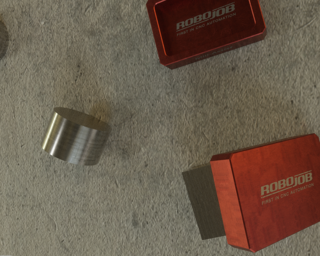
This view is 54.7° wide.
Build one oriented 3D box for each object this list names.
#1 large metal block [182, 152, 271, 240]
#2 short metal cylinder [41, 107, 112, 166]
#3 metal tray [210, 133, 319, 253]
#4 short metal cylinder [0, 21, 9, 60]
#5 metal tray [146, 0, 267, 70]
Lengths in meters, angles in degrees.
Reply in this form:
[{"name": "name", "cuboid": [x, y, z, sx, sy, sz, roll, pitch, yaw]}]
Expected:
[{"name": "large metal block", "cuboid": [0.081, 0.078, 0.367, 0.080, 0.050, 0.080, -19, 84, 19]}, {"name": "short metal cylinder", "cuboid": [-0.112, 0.010, 0.419, 0.080, 0.080, 0.050, 26, 99, 18]}, {"name": "metal tray", "cuboid": [0.119, 0.060, 0.317, 0.030, 0.131, 0.090, -19, 82, 60]}, {"name": "short metal cylinder", "cuboid": [-0.296, -0.146, 0.500, 0.080, 0.050, 0.079, 0, 90, 20]}, {"name": "metal tray", "cuboid": [0.056, -0.136, 0.386, 0.130, 0.030, 0.090, -15, 85, 19]}]
